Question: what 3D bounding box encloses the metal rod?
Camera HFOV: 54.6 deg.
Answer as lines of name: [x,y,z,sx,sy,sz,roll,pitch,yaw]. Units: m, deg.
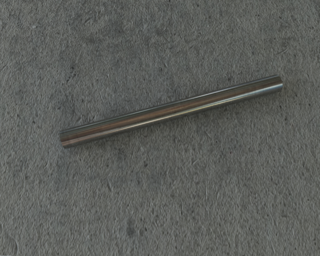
metal rod: [0.019,-0.024,0.416,0.302,0.025,0.025,-15,71,-6]
